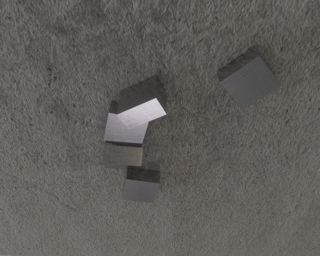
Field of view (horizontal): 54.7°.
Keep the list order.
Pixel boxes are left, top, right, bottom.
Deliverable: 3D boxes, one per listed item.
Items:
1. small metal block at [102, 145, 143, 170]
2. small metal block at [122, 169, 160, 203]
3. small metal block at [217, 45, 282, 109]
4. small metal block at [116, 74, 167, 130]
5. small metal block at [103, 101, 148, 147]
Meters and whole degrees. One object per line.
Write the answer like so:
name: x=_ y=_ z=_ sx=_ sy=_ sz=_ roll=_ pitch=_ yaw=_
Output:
small metal block: x=-0.050 y=0.042 z=0.426 sx=0.050 sy=0.025 sz=0.050 roll=5 pitch=166 yaw=-4
small metal block: x=-0.030 y=0.089 z=0.483 sx=0.050 sy=0.025 sz=0.050 roll=9 pitch=130 yaw=-8
small metal block: x=0.103 y=-0.058 z=0.359 sx=0.050 sy=0.025 sz=0.050 roll=-34 pitch=123 yaw=25
small metal block: x=-0.021 y=-0.031 z=0.364 sx=0.050 sy=0.050 sz=0.025 roll=-22 pitch=127 yaw=17
small metal block: x=-0.044 y=-0.004 z=0.403 sx=0.050 sy=0.025 sz=0.050 roll=11 pitch=130 yaw=-9
